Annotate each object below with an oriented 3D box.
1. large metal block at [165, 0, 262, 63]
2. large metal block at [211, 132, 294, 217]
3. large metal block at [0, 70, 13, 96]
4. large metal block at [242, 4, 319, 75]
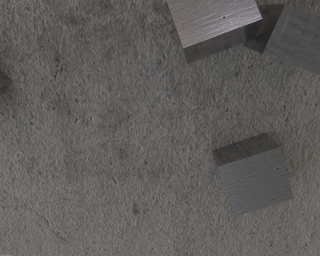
[{"bbox_3d":[0.053,-0.127,0.333,0.080,0.050,0.080,-19,82,7],"label":"large metal block"},{"bbox_3d":[0.124,0.062,0.420,0.080,0.050,0.080,-19,109,7],"label":"large metal block"},{"bbox_3d":[-0.246,-0.052,0.375,0.080,0.050,0.080,-43,105,14],"label":"large metal block"},{"bbox_3d":[0.149,-0.098,0.345,0.080,0.080,0.050,18,109,-7],"label":"large metal block"}]
